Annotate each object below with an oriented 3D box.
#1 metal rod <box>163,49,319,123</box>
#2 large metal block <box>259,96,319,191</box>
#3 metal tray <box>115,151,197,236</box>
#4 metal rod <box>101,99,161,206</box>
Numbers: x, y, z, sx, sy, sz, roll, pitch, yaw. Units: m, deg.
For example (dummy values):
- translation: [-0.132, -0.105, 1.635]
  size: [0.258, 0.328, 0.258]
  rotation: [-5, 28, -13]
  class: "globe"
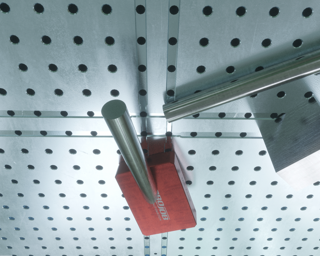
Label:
- translation: [0.146, -0.064, 0.357]
  size: [0.301, 0.025, 0.025]
  rotation: [-19, 128, 15]
  class: "metal rod"
- translation: [0.185, 0.020, 0.394]
  size: [0.080, 0.080, 0.050]
  rotation: [-36, 121, 27]
  class: "large metal block"
- translation: [-0.003, 0.104, 0.479]
  size: [0.090, 0.030, 0.129]
  rotation: [-15, 116, 11]
  class: "metal tray"
- translation: [-0.022, 0.067, 0.422]
  size: [0.025, 0.025, 0.299]
  rotation: [-7, 144, 6]
  class: "metal rod"
